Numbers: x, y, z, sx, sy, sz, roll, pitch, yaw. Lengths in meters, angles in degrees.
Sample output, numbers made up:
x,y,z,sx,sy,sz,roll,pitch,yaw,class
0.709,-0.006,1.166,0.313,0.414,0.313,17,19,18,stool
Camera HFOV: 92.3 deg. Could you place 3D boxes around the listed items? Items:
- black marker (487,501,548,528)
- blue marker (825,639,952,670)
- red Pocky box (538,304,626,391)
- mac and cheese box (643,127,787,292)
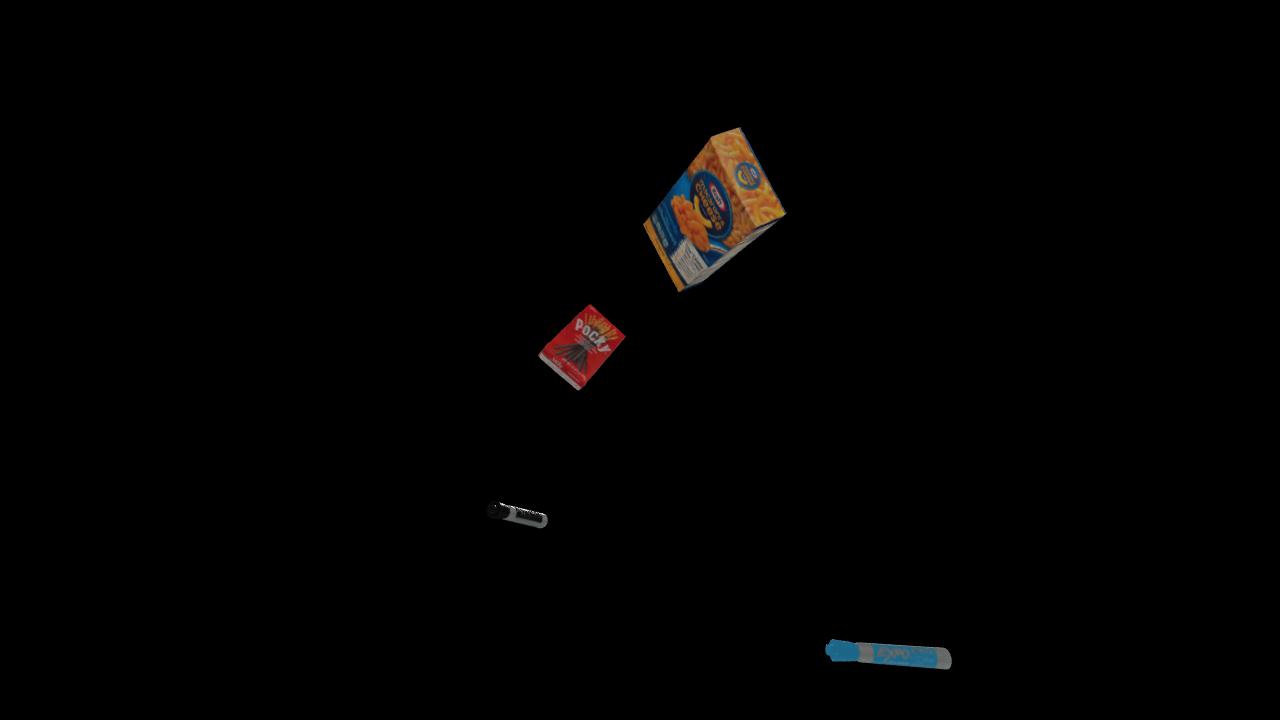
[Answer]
x,y,z,sx,sy,sz,roll,pitch,yaw,class
-0.146,0.186,0.736,0.020,0.020,0.121,0,-20,20,black marker
0.230,0.274,0.573,0.121,0.020,0.020,8,-1,-9,blue marker
-0.087,-0.024,0.958,0.028,0.083,0.155,-47,4,37,red Pocky box
0.067,-0.142,0.623,0.041,0.093,0.184,-24,-4,-22,mac and cheese box
